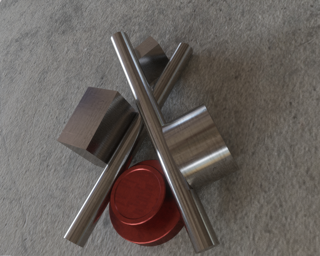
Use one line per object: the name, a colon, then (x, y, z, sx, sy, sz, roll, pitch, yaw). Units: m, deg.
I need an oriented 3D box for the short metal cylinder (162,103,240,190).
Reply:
short metal cylinder: (0.044, 0.020, 0.334, 0.050, 0.080, 0.080, -28, 52, 10)

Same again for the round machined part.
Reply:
round machined part: (-0.017, 0.081, 0.353, 0.098, 0.042, 0.098, -13, 56, 20)

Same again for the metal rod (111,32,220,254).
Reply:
metal rod: (-0.006, -0.006, 0.367, 0.025, 0.025, 0.299, -29, 61, 10)

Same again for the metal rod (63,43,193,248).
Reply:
metal rod: (-0.028, 0.004, 0.397, 0.025, 0.025, 0.300, 12, 62, 33)

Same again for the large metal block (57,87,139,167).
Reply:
large metal block: (-0.071, 0.004, 0.403, 0.050, 0.080, 0.080, 12, 68, 33)

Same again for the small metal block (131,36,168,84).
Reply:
small metal block: (-0.017, -0.097, 0.456, 0.050, 0.050, 0.025, -38, 51, 2)
